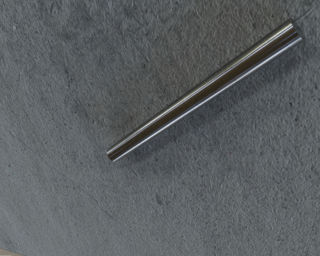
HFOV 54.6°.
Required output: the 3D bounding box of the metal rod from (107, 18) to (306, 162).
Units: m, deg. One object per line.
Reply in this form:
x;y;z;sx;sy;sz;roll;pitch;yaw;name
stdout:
0.028;-0.026;0.376;0.299;0.025;0.025;-34;100;38;metal rod
